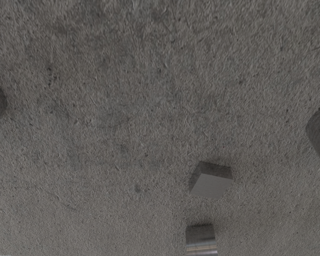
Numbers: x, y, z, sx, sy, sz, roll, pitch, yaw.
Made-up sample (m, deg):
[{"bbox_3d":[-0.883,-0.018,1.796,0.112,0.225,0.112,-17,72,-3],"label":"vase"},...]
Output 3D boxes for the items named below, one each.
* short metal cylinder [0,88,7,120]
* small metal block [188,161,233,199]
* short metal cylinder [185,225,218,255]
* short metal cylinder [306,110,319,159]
[{"bbox_3d":[-0.234,-0.023,0.369,0.081,0.050,0.079,0,130,0],"label":"short metal cylinder"},{"bbox_3d":[0.077,0.081,0.477,0.050,0.025,0.050,13,129,-11],"label":"small metal block"},{"bbox_3d":[0.077,0.218,0.558,0.050,0.080,0.080,-9,130,7],"label":"short metal cylinder"},{"bbox_3d":[0.241,0.010,0.402,0.081,0.050,0.079,0,130,0],"label":"short metal cylinder"}]
